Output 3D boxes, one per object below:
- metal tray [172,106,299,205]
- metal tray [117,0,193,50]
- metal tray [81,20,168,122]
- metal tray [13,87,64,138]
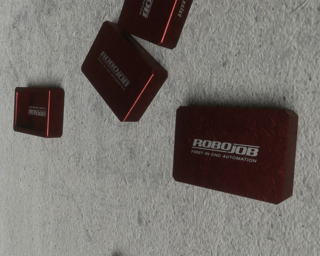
[{"bbox_3d":[0.076,0.023,0.339,0.130,0.030,0.089,6,94,39],"label":"metal tray"},{"bbox_3d":[0.001,-0.178,0.401,0.090,0.030,0.129,33,110,35],"label":"metal tray"},{"bbox_3d":[-0.056,-0.082,0.448,0.130,0.030,0.089,50,119,28],"label":"metal tray"},{"bbox_3d":[-0.236,-0.032,0.596,0.130,0.030,0.089,7,94,39],"label":"metal tray"}]
